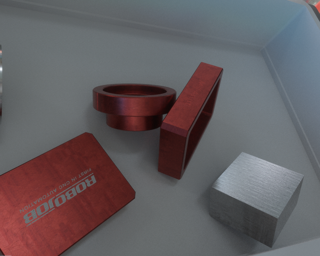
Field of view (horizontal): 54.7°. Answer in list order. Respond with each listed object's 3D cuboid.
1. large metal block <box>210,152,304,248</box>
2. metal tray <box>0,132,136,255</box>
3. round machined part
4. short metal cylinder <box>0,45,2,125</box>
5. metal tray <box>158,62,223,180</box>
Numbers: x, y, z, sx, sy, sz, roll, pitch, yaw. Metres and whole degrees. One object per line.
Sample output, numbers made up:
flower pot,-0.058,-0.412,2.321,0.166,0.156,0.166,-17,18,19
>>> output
large metal block,0.117,0.083,0.380,0.080,0.050,0.081,22,41,33
metal tray,-0.100,0.070,0.306,0.131,0.030,0.090,-31,79,-38
round machined part,-0.030,-0.025,0.373,0.099,0.098,0.042,-8,110,-32
short metal cylinder,-0.182,-0.043,0.299,0.050,0.080,0.080,0,62,-29
metal tray,0.039,-0.011,0.390,0.030,0.089,0.130,20,49,15
